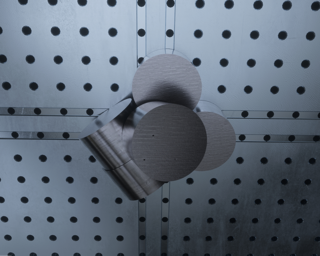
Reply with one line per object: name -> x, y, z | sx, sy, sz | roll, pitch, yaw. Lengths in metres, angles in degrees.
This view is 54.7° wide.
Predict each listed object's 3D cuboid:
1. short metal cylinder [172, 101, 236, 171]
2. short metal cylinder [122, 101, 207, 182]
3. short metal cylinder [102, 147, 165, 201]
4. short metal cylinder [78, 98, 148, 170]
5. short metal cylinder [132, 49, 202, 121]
short metal cylinder -> 0.053, 0.009, 0.403 | 0.081, 0.050, 0.079 | 0, 110, -1
short metal cylinder -> 0.003, 0.012, 0.336 | 0.081, 0.050, 0.079 | -3, 98, -18
short metal cylinder -> -0.027, 0.047, 0.401 | 0.080, 0.080, 0.050 | -32, 107, 11
short metal cylinder -> -0.053, 0.007, 0.386 | 0.080, 0.080, 0.050 | -32, 107, 11
short metal cylinder -> 0.008, -0.054, 0.379 | 0.081, 0.050, 0.079 | 0, 110, -1
